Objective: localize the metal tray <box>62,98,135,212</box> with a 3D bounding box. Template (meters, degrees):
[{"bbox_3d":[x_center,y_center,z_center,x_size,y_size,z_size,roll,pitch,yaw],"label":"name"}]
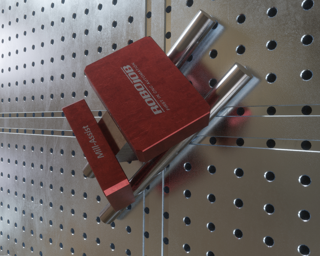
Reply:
[{"bbox_3d":[-0.078,0.036,0.401,0.130,0.030,0.090,57,166,24],"label":"metal tray"}]

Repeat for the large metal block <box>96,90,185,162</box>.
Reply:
[{"bbox_3d":[-0.025,-0.003,0.392,0.080,0.081,0.050,-49,61,28],"label":"large metal block"}]

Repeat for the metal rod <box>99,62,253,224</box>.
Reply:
[{"bbox_3d":[0.005,0.037,0.404,0.299,0.025,0.025,-49,61,28],"label":"metal rod"}]

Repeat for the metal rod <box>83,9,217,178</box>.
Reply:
[{"bbox_3d":[-0.029,-0.030,0.431,0.298,0.025,0.025,-50,61,28],"label":"metal rod"}]

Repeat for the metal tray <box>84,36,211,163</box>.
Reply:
[{"bbox_3d":[-0.016,-0.037,0.350,0.090,0.030,0.130,-30,64,-12],"label":"metal tray"}]
